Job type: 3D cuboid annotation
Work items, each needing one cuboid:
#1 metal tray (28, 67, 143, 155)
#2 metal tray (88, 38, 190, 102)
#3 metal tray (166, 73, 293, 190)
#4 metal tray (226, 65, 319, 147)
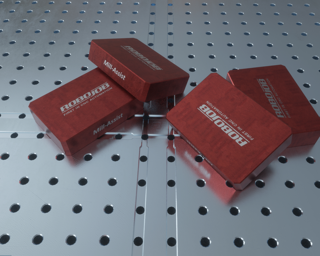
[{"bbox_3d":[-0.099,-0.031,0.430,0.131,0.030,0.090,-35,58,-26],"label":"metal tray"},{"bbox_3d":[-0.032,-0.091,0.460,0.091,0.030,0.130,-19,49,-44],"label":"metal tray"},{"bbox_3d":[0.082,0.000,0.384,0.090,0.030,0.130,-43,59,-4],"label":"metal tray"},{"bbox_3d":[0.154,-0.033,0.433,0.091,0.030,0.130,-7,50,-6],"label":"metal tray"}]
